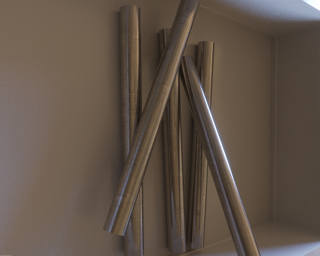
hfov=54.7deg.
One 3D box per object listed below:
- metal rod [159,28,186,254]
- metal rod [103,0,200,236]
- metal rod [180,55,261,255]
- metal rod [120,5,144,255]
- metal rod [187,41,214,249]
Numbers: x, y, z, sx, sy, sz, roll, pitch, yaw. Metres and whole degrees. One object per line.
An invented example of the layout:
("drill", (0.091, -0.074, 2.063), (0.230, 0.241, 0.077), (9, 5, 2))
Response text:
("metal rod", (0.017, 0.019, 0.420), (0.025, 0.025, 0.298), (-4, 93, -40))
("metal rod", (-0.005, -0.027, 0.368), (0.025, 0.025, 0.299), (29, 72, -37))
("metal rod", (0.073, 0.042, 0.391), (0.025, 0.025, 0.299), (0, 66, -40))
("metal rod", (-0.034, 0.005, 0.377), (0.025, 0.025, 0.298), (-2, 91, -40))
("metal rod", (0.060, 0.023, 0.456), (0.025, 0.025, 0.298), (6, 87, -40))
